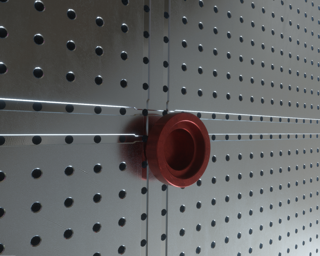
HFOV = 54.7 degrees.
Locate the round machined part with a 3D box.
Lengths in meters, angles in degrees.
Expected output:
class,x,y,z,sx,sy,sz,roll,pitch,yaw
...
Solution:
class,x,y,z,sx,sy,sz,roll,pitch,yaw
round machined part,0.020,0.028,0.417,0.099,0.042,0.097,0,90,-40
